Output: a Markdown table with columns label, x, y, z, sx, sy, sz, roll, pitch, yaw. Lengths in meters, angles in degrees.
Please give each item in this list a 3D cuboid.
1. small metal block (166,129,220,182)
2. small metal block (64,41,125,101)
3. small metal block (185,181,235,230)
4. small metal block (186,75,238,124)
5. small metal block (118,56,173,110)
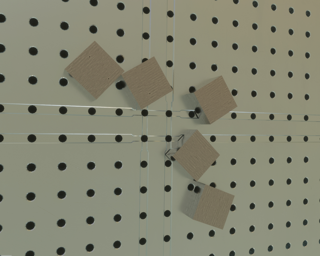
| label | x | y | z | sx | sy | sz | roll | pitch | yaw |
| --- | --- | --- | --- | --- | --- | --- | --- | --- | --- |
| small metal block | 0.046 | 0.037 | 0.429 | 0.050 | 0.025 | 0.050 | -46 | 105 | -14 |
| small metal block | -0.081 | -0.069 | 0.382 | 0.050 | 0.025 | 0.050 | 45 | 76 | -15 |
| small metal block | 0.071 | 0.109 | 0.438 | 0.050 | 0.025 | 0.050 | 24 | 82 | -19 |
| small metal block | 0.073 | -0.039 | 0.439 | 0.050 | 0.025 | 0.050 | -33 | 101 | -17 |
| small metal block | -0.020 | -0.058 | 0.405 | 0.050 | 0.025 | 0.050 | -33 | 101 | -17 |
